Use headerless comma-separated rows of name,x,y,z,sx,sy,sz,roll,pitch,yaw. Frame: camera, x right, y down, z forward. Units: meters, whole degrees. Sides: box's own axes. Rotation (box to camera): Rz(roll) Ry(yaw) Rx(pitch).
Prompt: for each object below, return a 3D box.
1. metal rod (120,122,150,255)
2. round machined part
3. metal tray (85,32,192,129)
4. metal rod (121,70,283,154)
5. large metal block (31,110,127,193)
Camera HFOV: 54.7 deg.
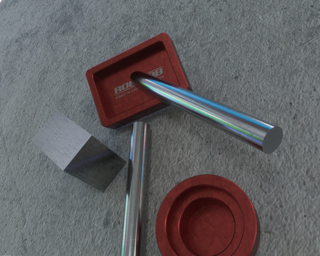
metal rod,-0.030,0.126,0.340,0.025,0.025,0.299,-12,57,21
round machined part,0.049,0.099,0.306,0.098,0.042,0.098,-13,56,20
metal tray,-0.031,-0.063,0.431,0.130,0.030,0.090,-23,78,14
metal rod,0.015,-0.040,0.376,0.025,0.025,0.300,-49,38,-7
large metal block,-0.103,0.031,0.402,0.080,0.080,0.050,30,78,37
